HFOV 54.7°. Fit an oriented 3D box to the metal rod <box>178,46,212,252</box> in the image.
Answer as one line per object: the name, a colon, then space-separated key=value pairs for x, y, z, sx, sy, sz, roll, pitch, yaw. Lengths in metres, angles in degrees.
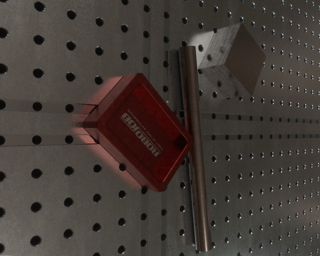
metal rod: x=0.052 y=0.033 z=0.455 sx=0.025 sy=0.025 sz=0.298 roll=-9 pitch=96 yaw=-40

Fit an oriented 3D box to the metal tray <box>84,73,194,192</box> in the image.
metal tray: x=-0.020 y=0.008 z=0.390 sx=0.130 sy=0.030 sz=0.090 roll=50 pitch=60 yaw=-28

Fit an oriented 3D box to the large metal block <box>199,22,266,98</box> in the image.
large metal block: x=0.117 y=-0.105 z=0.494 sx=0.080 sy=0.050 sz=0.080 roll=38 pitch=67 yaw=-34
